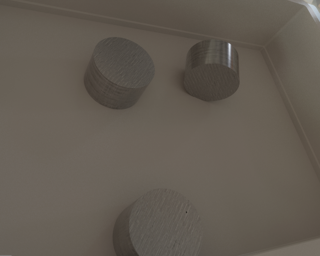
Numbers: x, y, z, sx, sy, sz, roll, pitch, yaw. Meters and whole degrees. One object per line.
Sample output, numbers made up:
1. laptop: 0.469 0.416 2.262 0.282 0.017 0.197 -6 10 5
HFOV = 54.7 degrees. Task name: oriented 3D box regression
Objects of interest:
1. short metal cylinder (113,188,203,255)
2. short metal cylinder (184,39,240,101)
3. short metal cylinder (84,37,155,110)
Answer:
1. short metal cylinder: -0.003 0.109 0.323 0.081 0.050 0.080 14 56 -21
2. short metal cylinder: 0.078 -0.085 0.467 0.080 0.080 0.050 20 54 -17
3. short metal cylinder: -0.054 -0.071 0.405 0.081 0.050 0.080 14 56 -21
